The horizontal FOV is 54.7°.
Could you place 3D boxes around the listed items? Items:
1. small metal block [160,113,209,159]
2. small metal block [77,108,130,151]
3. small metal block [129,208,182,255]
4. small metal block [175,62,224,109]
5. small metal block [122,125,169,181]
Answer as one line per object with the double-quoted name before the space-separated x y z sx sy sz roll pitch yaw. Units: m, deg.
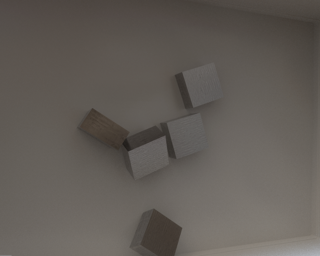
"small metal block" 0.034 0.010 0.424 0.050 0.025 0.050 -17 96 -20
"small metal block" -0.069 0.002 0.371 0.050 0.050 0.025 34 79 -15
"small metal block" -0.004 0.141 0.399 0.050 0.025 0.050 38 47 -16
"small metal block" 0.055 -0.059 0.432 0.050 0.025 0.050 -20 97 -19
"small metal block" -0.019 0.032 0.393 0.050 0.025 0.050 -23 130 -19
